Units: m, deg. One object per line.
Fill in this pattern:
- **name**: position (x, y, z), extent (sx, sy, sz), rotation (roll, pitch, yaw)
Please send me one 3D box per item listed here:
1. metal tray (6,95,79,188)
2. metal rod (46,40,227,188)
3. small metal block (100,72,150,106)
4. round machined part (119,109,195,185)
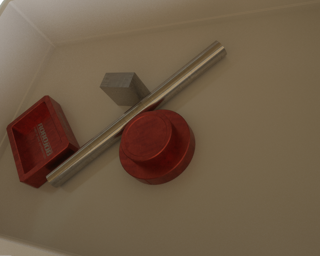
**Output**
- **metal tray**: position (-0.186, 0.018, 0.486), extent (0.090, 0.030, 0.130), rotation (-38, 51, 2)
- **metal rod**: position (-0.034, -0.018, 0.432), extent (0.300, 0.025, 0.025), rotation (-38, 51, 2)
- **small metal block**: position (-0.049, -0.055, 0.448), extent (0.050, 0.050, 0.025), rotation (5, 64, 30)
- **round machined part**: position (-0.009, 0.018, 0.387), extent (0.098, 0.042, 0.098), rotation (-13, 56, 20)
